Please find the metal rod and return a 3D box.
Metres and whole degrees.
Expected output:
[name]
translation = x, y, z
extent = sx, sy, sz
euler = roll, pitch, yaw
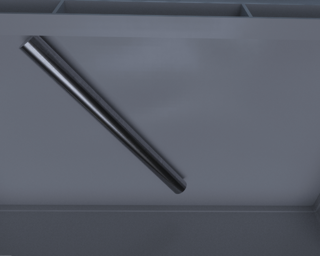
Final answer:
[metal rod]
translation = -0.054, 0.000, 0.408
extent = 0.025, 0.025, 0.300
euler = -28, 125, 21
